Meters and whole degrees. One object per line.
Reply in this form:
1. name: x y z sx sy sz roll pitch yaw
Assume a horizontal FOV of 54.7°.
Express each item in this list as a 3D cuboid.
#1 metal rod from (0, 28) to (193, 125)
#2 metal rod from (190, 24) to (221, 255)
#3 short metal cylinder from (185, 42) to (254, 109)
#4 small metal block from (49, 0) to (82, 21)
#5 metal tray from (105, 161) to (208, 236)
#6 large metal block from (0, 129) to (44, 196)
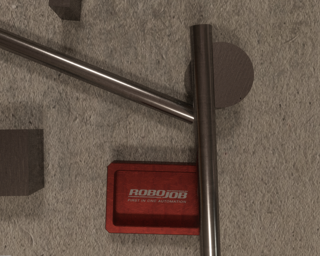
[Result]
1. metal rod: -0.094 -0.072 0.408 0.301 0.025 0.025 22 90 -1
2. metal rod: 0.055 0.033 0.368 0.025 0.025 0.298 -3 97 -1
3. short metal cylinder: 0.073 -0.064 0.398 0.081 0.050 0.079 0 90 -1
4. small metal block: -0.119 -0.171 0.396 0.025 0.050 0.050 5 90 0
5. metal tray: -0.003 0.090 0.407 0.131 0.030 0.089 2 90 -1
6. large metal block: -0.198 0.042 0.395 0.081 0.050 0.079 -1 90 -1
